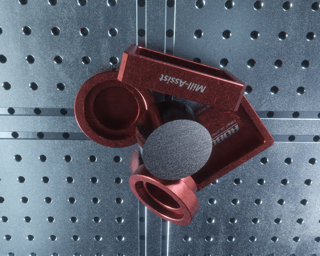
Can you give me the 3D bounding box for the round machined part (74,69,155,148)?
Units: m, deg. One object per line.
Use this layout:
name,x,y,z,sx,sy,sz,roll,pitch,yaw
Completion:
round machined part,-0.054,-0.027,0.394,0.099,0.042,0.097,0,110,-1

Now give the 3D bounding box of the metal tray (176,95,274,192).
metal tray,0.072,0.017,0.417,0.130,0.030,0.090,-35,107,11

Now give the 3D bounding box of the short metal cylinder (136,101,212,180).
short metal cylinder,0.015,0.014,0.366,0.081,0.050,0.079,-6,120,-11

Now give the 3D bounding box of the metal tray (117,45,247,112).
metal tray,0.023,-0.061,0.356,0.131,0.090,0.030,14,110,-6

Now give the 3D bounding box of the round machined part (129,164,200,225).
round machined part,0.010,0.082,0.416,0.098,0.042,0.097,26,145,20
